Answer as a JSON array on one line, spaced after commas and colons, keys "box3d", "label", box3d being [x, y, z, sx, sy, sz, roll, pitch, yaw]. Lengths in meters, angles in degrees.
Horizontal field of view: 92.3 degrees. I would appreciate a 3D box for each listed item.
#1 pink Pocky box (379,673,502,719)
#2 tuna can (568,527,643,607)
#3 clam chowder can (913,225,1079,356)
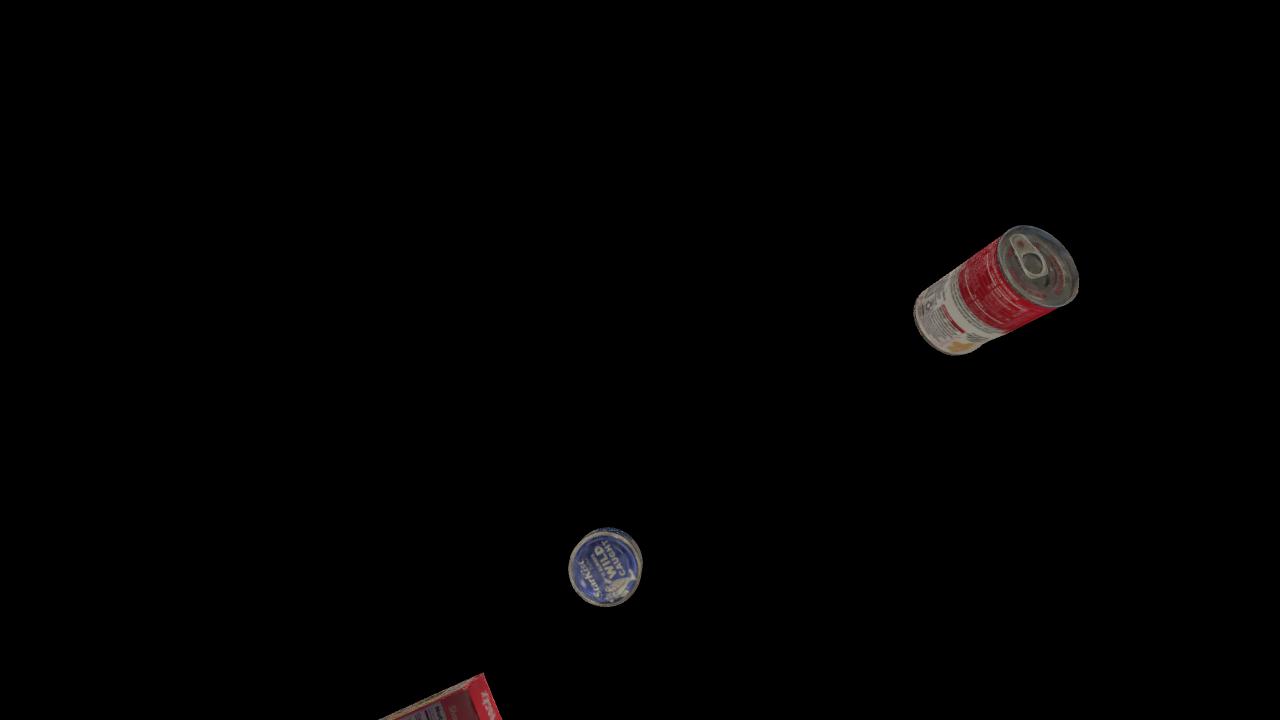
[{"box3d": [-0.159, 0.289, 0.428, 0.155, 0.084, 0.029, -29, -11, 12], "label": "pink Pocky box"}, {"box3d": [-0.039, 0.238, 0.712, 0.084, 0.084, 0.034, 0, -4, 4], "label": "tuna can"}, {"box3d": [0.278, -0.051, 0.491, 0.068, 0.068, 0.102, 0, -21, -15], "label": "clam chowder can"}]
